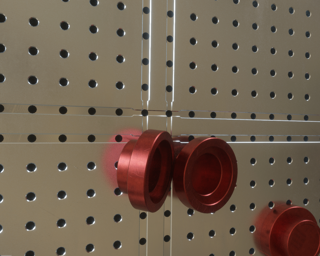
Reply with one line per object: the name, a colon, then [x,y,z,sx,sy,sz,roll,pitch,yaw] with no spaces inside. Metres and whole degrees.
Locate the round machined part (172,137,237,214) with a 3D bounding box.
round machined part: [0.055,0.060,0.415,0.099,0.042,0.097,-2,93,-37]

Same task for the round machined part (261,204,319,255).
round machined part: [0.210,0.171,0.481,0.099,0.042,0.097,0,90,-20]

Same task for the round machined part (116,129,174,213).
round machined part: [-0.018,0.050,0.378,0.042,0.098,0.098,6,87,21]
